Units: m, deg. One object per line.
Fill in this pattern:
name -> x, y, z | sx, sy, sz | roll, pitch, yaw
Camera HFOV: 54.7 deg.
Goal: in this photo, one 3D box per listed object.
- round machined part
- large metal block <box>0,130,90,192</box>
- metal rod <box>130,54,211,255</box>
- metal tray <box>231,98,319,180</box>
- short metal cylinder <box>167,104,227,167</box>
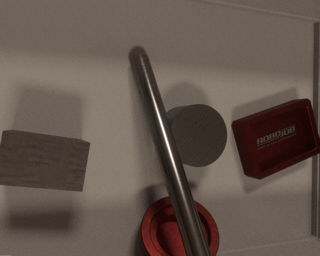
round machined part -> 0.022, 0.140, 0.393 | 0.099, 0.042, 0.098 | 8, 48, -8
large metal block -> -0.125, 0.033, 0.335 | 0.081, 0.080, 0.050 | 10, 87, -20
metal rod -> 0.014, 0.046, 0.354 | 0.025, 0.025, 0.299 | -10, 69, -20
metal tray -> 0.182, 0.014, 0.476 | 0.131, 0.030, 0.089 | -18, 96, -20
short metal cylinder -> 0.042, 0.009, 0.414 | 0.081, 0.050, 0.079 | 0, 90, -21
